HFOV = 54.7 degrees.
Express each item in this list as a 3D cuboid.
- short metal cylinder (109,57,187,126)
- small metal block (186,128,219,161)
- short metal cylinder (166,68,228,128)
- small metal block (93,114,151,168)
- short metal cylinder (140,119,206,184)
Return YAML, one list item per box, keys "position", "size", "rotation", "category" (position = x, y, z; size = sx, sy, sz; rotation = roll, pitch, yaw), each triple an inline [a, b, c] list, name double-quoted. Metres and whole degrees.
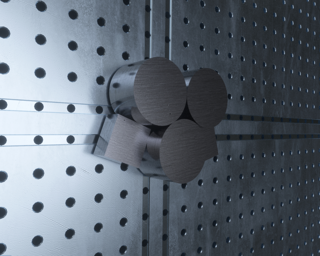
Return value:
- position: [-0.014, -0.042, 0.377]
  size: [0.081, 0.050, 0.079]
  rotation: [0, 90, -40]
  category: "short metal cylinder"
- position: [0.056, 0.022, 0.453]
  size: [0.050, 0.025, 0.050]
  rotation: [-18, 102, -39]
  category: "small metal block"
- position: [0.048, -0.040, 0.429]
  size: [0.081, 0.050, 0.079]
  rotation: [0, 90, -40]
  category: "short metal cylinder"
- position: [-0.044, 0.016, 0.368]
  size: [0.050, 0.025, 0.050]
  rotation: [26, 74, -37]
  category: "small metal block"
- position: [0.014, 0.028, 0.400]
  size: [0.081, 0.050, 0.079]
  rotation: [0, 90, -40]
  category: "short metal cylinder"
